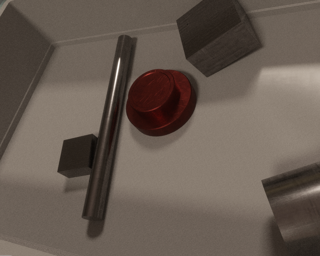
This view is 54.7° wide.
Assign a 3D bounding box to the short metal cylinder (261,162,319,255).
[{"bbox_3d":[0.125,0.074,0.259,0.050,0.080,0.080,-22,54,15],"label":"short metal cylinder"}]

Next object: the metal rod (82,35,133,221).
[{"bbox_3d":[-0.071,-0.019,0.452,0.025,0.025,0.299,-9,58,23],"label":"metal rod"}]

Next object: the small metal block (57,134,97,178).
[{"bbox_3d":[-0.113,0.040,0.438,0.050,0.025,0.050,-12,57,21],"label":"small metal block"}]

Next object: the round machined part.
[{"bbox_3d":[-0.004,-0.041,0.421,0.098,0.042,0.098,-13,56,20],"label":"round machined part"}]

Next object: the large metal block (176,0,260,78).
[{"bbox_3d":[0.075,-0.129,0.416,0.080,0.050,0.080,-30,51,28],"label":"large metal block"}]
